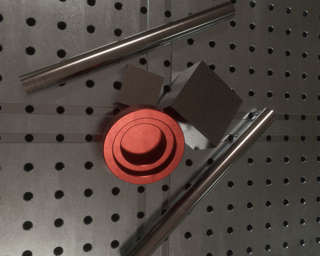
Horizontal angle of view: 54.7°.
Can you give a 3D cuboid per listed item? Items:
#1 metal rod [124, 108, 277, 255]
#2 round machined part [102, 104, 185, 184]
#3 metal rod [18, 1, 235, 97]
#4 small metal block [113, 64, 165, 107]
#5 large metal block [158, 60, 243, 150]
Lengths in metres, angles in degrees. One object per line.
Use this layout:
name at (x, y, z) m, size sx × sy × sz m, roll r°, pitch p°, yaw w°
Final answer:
metal rod at (0.064, 0.078, 0.437) m, size 0.301 × 0.025 × 0.025 m, roll -43°, pitch 104°, yaw -15°
round machined part at (-0.022, 0.017, 0.386) m, size 0.099 × 0.042 × 0.097 m, roll -4°, pitch 110°, yaw -12°
metal rod at (-0.027, -0.110, 0.403) m, size 0.302 × 0.025 × 0.025 m, roll -26°, pitch 99°, yaw -19°
small metal block at (-0.028, -0.049, 0.403) m, size 0.050 × 0.025 × 0.050 m, roll 18°, pitch 84°, yaw -20°
large metal block at (0.051, -0.028, 0.412) m, size 0.080 × 0.050 × 0.080 m, roll 41°, pitch 66°, yaw -16°
